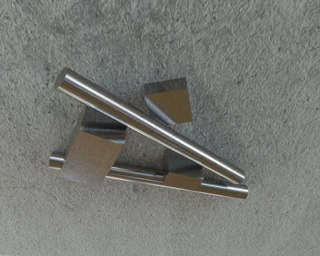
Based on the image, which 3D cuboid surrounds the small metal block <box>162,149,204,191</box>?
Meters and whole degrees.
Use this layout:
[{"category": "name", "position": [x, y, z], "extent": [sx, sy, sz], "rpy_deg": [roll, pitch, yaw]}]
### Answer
[{"category": "small metal block", "position": [0.032, 0.057, 0.440], "extent": [0.050, 0.050, 0.025], "rpy_deg": [13, 129, -12]}]

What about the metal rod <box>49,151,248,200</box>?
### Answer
[{"category": "metal rod", "position": [-0.010, 0.075, 0.470], "extent": [0.302, 0.025, 0.025], "rpy_deg": [11, 129, -10]}]

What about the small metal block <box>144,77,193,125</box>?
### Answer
[{"category": "small metal block", "position": [0.011, -0.031, 0.381], "extent": [0.050, 0.025, 0.050], "rpy_deg": [-9, 130, 7]}]

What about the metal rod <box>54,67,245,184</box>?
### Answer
[{"category": "metal rod", "position": [0.011, 0.012, 0.388], "extent": [0.301, 0.025, 0.025], "rpy_deg": [30, 124, -34]}]

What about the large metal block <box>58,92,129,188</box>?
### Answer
[{"category": "large metal block", "position": [-0.079, 0.012, 0.380], "extent": [0.050, 0.080, 0.080], "rpy_deg": [21, 127, -18]}]
